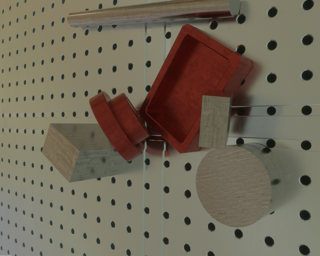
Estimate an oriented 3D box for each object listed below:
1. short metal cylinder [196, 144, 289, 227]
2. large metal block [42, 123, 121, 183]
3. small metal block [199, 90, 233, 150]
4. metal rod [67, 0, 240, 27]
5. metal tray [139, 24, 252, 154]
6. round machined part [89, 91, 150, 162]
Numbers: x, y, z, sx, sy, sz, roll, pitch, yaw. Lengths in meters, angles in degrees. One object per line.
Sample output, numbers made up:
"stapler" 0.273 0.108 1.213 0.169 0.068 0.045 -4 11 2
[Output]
"short metal cylinder" 0.085 0.056 0.322 0.080 0.050 0.079 0 90 39
"large metal block" -0.116 0.034 0.466 0.080 0.081 0.050 34 111 34
"small metal block" 0.057 -0.010 0.312 0.025 0.050 0.050 6 104 15
"metal rod" -0.033 -0.160 0.433 0.300 0.025 0.025 12 98 39
"metal tray" 0.037 -0.045 0.373 0.090 0.030 0.129 43 115 31
"round machined part" -0.048 -0.008 0.410 0.042 0.098 0.098 -32 67 1
